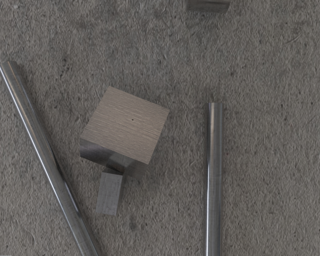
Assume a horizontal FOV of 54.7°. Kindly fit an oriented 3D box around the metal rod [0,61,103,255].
[{"bbox_3d":[-0.141,0.054,0.408,0.025,0.025,0.299,-24,90,0],"label":"metal rod"}]

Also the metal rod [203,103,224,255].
[{"bbox_3d":[0.070,0.117,0.410,0.025,0.025,0.298,1,90,0],"label":"metal rod"}]

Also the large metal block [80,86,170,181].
[{"bbox_3d":[-0.043,0.006,0.380,0.080,0.050,0.080,22,57,0],"label":"large metal block"}]

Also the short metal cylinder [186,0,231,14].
[{"bbox_3d":[0.061,-0.186,0.383,0.050,0.080,0.080,4,90,0],"label":"short metal cylinder"}]

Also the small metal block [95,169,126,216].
[{"bbox_3d":[-0.061,0.077,0.395,0.025,0.050,0.050,10,94,0],"label":"small metal block"}]
